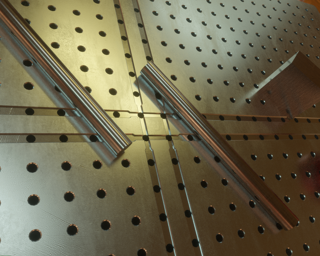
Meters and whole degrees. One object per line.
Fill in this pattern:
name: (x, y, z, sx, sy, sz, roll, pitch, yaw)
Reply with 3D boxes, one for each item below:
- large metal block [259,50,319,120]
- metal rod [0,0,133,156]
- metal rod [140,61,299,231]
large metal block: (0.241, -0.075, 0.552, 0.080, 0.080, 0.050, 43, 51, 1)
metal rod: (-0.142, -0.086, 0.384, 0.300, 0.025, 0.025, 48, 51, 5)
metal rod: (0.081, 0.022, 0.439, 0.300, 0.025, 0.025, 48, 51, 5)
